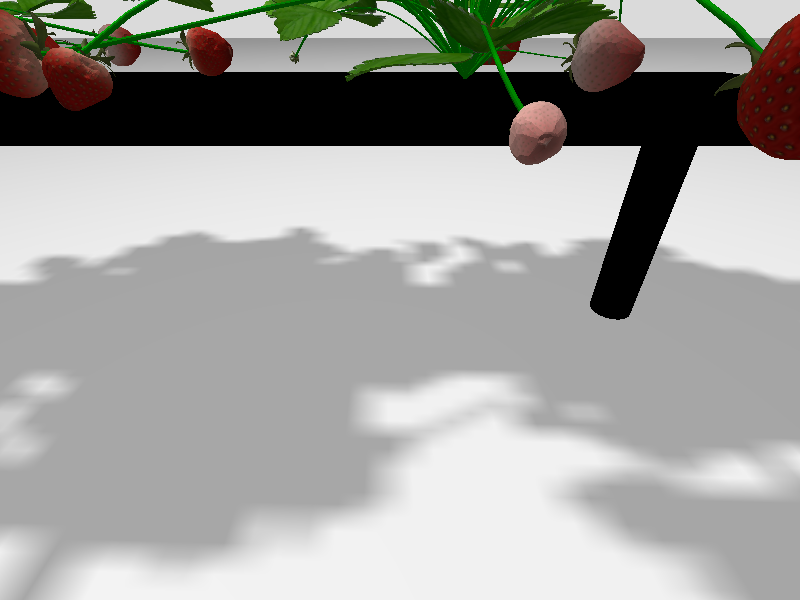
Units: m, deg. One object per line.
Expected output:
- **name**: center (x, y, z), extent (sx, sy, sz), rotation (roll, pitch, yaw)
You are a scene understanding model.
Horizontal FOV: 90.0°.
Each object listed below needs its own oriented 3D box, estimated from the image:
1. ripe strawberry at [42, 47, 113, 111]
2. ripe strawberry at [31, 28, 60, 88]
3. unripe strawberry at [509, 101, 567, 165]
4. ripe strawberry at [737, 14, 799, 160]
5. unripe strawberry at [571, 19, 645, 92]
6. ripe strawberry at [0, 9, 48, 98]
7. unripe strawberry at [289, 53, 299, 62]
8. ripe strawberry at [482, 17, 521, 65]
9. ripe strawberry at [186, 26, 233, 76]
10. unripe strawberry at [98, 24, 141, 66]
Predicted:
- **ripe strawberry**: center (-0.148, -0.100, 0.183), extent (0.025, 0.026, 0.028), rotation (24, 10, -47)
- **ripe strawberry**: center (-0.217, -0.143, 0.238), extent (0.033, 0.033, 0.036), rotation (18, 38, 14)
- **unripe strawberry**: center (0.039, -0.046, 0.113), extent (0.016, 0.017, 0.017), rotation (2, 35, 2)
- **ripe strawberry**: center (0.128, -0.062, 0.115), extent (0.042, 0.044, 0.045), rotation (-11, 38, -16)
- **unripe strawberry**: center (0.129, -0.150, 0.247), extent (0.040, 0.039, 0.037), rotation (25, 41, 31)
- **ripe strawberry**: center (-0.211, -0.128, 0.208), extent (0.041, 0.041, 0.045), rotation (-13, 37, -18)
- **unripe strawberry**: center (-0.122, -0.279, 0.460), extent (0.011, 0.010, 0.010), rotation (-27, 42, -34)
- **ripe strawberry**: center (0.093, -0.247, 0.383), extent (0.045, 0.039, 0.046), rotation (13, 36, 18)
- **ripe strawberry**: center (-0.147, -0.192, 0.310), extent (0.031, 0.033, 0.029), rotation (-1, 34, -3)
- **unripe strawberry**: center (-0.270, -0.246, 0.388), extent (0.033, 0.034, 0.030), rotation (-25, 42, -32)
